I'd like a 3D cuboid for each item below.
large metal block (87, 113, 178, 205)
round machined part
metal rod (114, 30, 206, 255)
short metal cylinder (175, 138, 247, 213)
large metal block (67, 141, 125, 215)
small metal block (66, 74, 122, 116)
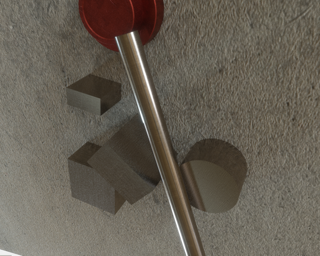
[{"bbox_3d":[-0.034,0.039,0.412,0.080,0.080,0.050,45,129,-4],"label":"large metal block"},{"bbox_3d":[-0.049,-0.130,0.339,0.098,0.042,0.097,13,124,20],"label":"round machined part"},{"bbox_3d":[0.007,0.039,0.362,0.025,0.025,0.298,-5,113,30],"label":"metal rod"},{"bbox_3d":[0.065,0.060,0.393,0.080,0.050,0.079,13,124,20],"label":"short metal cylinder"},{"bbox_3d":[-0.093,0.078,0.485,0.080,0.050,0.079,17,125,18],"label":"large metal block"},{"bbox_3d":[-0.085,-0.045,0.406,0.050,0.050,0.025,19,126,17],"label":"small metal block"}]
